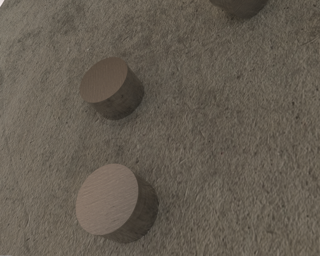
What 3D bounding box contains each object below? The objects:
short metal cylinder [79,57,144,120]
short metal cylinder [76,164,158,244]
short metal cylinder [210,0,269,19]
[{"bbox_3d":[-0.071,-0.058,0.461,0.080,0.050,0.080,-13,56,21],"label":"short metal cylinder"},{"bbox_3d":[-0.049,0.088,0.360,0.080,0.050,0.080,-13,56,21],"label":"short metal cylinder"},{"bbox_3d":[0.113,-0.201,0.432,0.080,0.080,0.050,-43,51,-1],"label":"short metal cylinder"}]
